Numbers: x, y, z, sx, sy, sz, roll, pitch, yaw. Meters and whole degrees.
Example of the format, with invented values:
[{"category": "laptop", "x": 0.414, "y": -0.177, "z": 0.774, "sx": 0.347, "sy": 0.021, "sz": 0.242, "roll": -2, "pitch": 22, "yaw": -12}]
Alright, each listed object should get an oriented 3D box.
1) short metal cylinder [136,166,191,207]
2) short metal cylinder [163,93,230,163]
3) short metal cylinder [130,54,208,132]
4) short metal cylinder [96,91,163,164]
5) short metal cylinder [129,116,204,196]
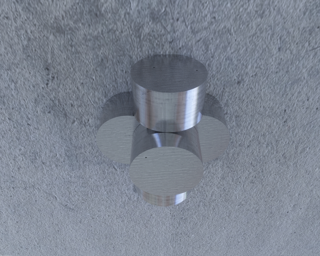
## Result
[{"category": "short metal cylinder", "x": 0.005, "y": 0.059, "z": 0.424, "sx": 0.081, "sy": 0.080, "sz": 0.050, "roll": 0, "pitch": 130, "yaw": -1}, {"category": "short metal cylinder", "x": 0.044, "y": 0.000, "z": 0.393, "sx": 0.081, "sy": 0.050, "sz": 0.079, "roll": 0, "pitch": 130, "yaw": 0}, {"category": "short metal cylinder", "x": 0.010, "y": -0.040, "z": 0.339, "sx": 0.081, "sy": 0.080, "sz": 0.050, "roll": 0, "pitch": 130, "yaw": -1}, {"category": "short metal cylinder", "x": -0.036, "y": 0.000, "z": 0.392, "sx": 0.081, "sy": 0.050, "sz": 0.079, "roll": 0, "pitch": 130, "yaw": 0}, {"category": "short metal cylinder", "x": 0.007, "y": 0.033, "z": 0.354, "sx": 0.081, "sy": 0.050, "sz": 0.079, "roll": 0, "pitch": 130, "yaw": 0}]
